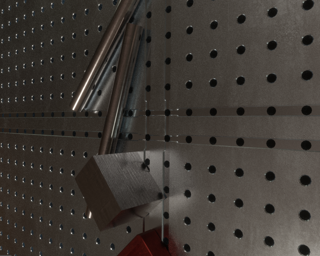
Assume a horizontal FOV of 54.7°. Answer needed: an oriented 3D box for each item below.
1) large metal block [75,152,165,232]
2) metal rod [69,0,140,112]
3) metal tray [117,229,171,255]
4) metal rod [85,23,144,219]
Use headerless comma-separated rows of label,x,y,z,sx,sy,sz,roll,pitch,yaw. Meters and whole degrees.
large metal block,-0.053,0.081,0.415,0.050,0.081,0.080,-49,62,29
metal rod,-0.066,-0.148,0.461,0.025,0.025,0.298,48,118,29
metal tray,-0.008,0.215,0.410,0.090,0.030,0.130,-52,60,27
metal rod,-0.071,-0.003,0.465,0.025,0.025,0.298,23,104,37
